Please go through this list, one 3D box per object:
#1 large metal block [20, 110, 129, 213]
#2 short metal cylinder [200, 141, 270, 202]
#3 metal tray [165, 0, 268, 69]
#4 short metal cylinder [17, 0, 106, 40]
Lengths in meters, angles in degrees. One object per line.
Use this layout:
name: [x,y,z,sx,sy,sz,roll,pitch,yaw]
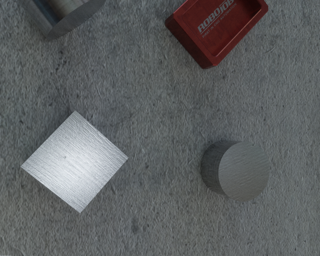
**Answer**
large metal block: [-0.098,0.037,0.360,0.080,0.050,0.080,44,76,-15]
short metal cylinder: [0.104,0.058,0.434,0.081,0.050,0.079,0,90,-20]
metal tray: [0.082,-0.158,0.436,0.090,0.030,0.130,46,76,-14]
short metal cylinder: [-0.107,-0.142,0.340,0.080,0.080,0.050,-39,103,-16]
